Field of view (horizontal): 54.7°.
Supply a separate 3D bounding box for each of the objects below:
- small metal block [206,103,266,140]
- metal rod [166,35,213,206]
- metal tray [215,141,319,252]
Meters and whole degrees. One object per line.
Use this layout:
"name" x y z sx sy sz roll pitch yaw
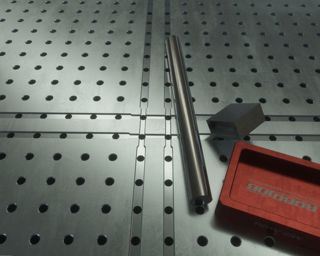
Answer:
"small metal block" 0.098 -0.010 0.400 0.050 0.025 0.050 -33 20 -26
"metal rod" 0.034 -0.034 0.436 0.025 0.025 0.300 -3 50 -3
"metal tray" 0.137 0.073 0.344 0.130 0.030 0.090 17 52 13
